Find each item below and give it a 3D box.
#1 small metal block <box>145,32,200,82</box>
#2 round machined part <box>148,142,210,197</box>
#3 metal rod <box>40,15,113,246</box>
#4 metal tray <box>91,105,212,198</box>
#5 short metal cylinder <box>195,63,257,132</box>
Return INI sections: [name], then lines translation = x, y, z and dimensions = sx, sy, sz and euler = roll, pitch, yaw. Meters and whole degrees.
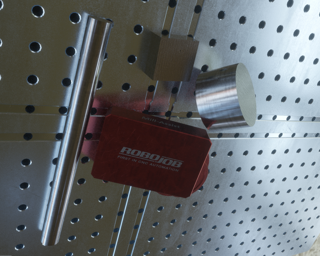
[small metal block]
translation = 0.014, -0.084, 0.368
dimensions = 0.050, 0.025, 0.050
euler = -3, 120, -28
[round machined part]
translation = 0.032, 0.063, 0.459
dimensions = 0.099, 0.042, 0.097
euler = -14, 124, -21
[metal rod]
translation = -0.105, 0.021, 0.367
dimensions = 0.025, 0.025, 0.298
euler = 5, 116, -31
[metal tray]
translation = -0.012, 0.032, 0.390
dimensions = 0.131, 0.030, 0.089
euler = 14, 113, -9
[short metal cylinder]
translation = 0.086, -0.038, 0.393
dimensions = 0.050, 0.080, 0.080
euler = -9, 138, 31
